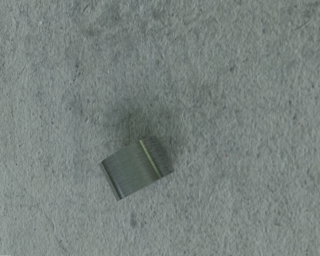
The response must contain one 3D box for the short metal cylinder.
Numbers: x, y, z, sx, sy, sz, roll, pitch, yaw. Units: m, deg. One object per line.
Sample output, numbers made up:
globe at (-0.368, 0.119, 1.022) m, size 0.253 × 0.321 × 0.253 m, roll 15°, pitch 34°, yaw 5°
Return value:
short metal cylinder at (-0.028, 0.051, 0.389) m, size 0.080 × 0.080 × 0.050 m, roll -31°, pitch 80°, yaw 17°
